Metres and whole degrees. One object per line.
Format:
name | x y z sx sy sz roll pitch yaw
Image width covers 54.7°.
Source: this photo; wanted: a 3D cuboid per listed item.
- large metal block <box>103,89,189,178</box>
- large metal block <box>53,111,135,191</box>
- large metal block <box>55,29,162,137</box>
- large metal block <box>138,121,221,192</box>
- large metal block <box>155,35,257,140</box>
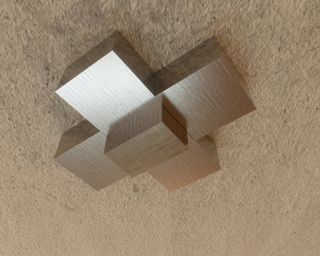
large metal block | -0.016 0.001 0.373 0.080 0.080 0.050 -29 125 22
large metal block | -0.078 0.030 0.416 0.080 0.050 0.080 -29 125 22
large metal block | -0.054 -0.048 0.350 0.080 0.050 0.080 -29 125 22
large metal block | 0.024 0.032 0.419 0.080 0.050 0.080 -29 125 22
large metal block | 0.051 -0.043 0.355 0.080 0.050 0.080 -29 125 22
